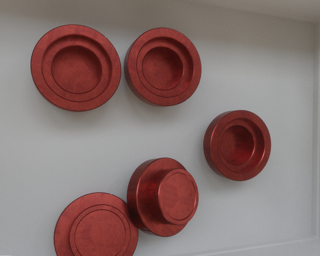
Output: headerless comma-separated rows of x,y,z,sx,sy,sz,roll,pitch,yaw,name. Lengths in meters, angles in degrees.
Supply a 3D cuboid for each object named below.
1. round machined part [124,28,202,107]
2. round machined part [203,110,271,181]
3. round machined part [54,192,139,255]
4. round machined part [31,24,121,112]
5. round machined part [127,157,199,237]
0.001,-0.076,0.403,0.099,0.042,0.097,0,90,-21,round machined part
0.105,0.024,0.442,0.099,0.042,0.097,0,90,-21,round machined part
-0.072,0.125,0.363,0.099,0.042,0.098,6,73,-18,round machined part
-0.099,-0.067,0.365,0.099,0.042,0.097,0,90,-21,round machined part
0.011,0.086,0.388,0.099,0.042,0.098,11,73,-40,round machined part
